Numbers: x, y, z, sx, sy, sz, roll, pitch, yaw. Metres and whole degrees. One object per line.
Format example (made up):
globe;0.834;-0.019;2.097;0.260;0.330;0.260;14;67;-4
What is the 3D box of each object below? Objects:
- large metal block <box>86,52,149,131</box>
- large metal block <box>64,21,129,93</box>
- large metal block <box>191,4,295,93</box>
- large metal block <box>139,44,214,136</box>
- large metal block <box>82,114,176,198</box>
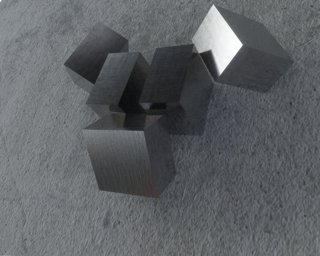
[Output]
large metal block;-0.042;-0.044;0.418;0.050;0.080;0.080;5;64;30
large metal block;-0.091;-0.097;0.464;0.050;0.080;0.080;34;78;1
large metal block;0.096;-0.092;0.368;0.050;0.081;0.080;-56;40;38
large metal block;0.024;-0.044;0.383;0.050;0.080;0.080;1;62;28
large metal block;-0.034;0.029;0.360;0.080;0.079;0.050;1;23;28
